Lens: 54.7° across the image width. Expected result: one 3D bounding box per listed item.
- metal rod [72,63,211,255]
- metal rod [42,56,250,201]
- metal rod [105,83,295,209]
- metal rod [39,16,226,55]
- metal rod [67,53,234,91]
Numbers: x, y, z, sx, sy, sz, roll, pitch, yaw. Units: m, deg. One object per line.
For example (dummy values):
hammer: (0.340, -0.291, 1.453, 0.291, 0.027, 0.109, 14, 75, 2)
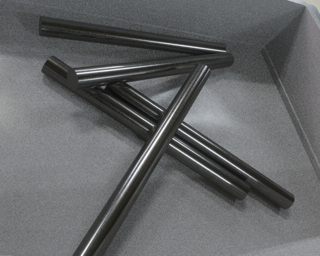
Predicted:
metal rod: (-0.009, 0.028, 0.358, 0.025, 0.025, 0.301, 36, 59, -5)
metal rod: (-0.013, 0.004, 0.397, 0.301, 0.025, 0.025, 33, 51, -7)
metal rod: (0.058, 0.023, 0.424, 0.301, 0.025, 0.025, 33, 51, -7)
metal rod: (-0.023, -0.135, 0.476, 0.303, 0.025, 0.025, -1, 62, -29)
metal rod: (0.011, -0.087, 0.446, 0.302, 0.025, 0.025, -17, 71, -41)
